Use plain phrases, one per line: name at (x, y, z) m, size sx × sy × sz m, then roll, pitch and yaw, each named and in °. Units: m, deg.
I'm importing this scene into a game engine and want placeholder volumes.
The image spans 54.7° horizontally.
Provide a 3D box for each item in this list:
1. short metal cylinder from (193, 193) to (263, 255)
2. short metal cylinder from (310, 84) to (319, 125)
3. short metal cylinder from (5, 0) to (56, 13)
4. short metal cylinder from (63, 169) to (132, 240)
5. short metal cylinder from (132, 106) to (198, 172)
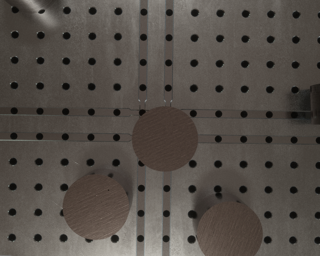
short metal cylinder at (0.085, 0.129, 0.402) m, size 0.081 × 0.050 × 0.079 m, roll 0°, pitch 90°, yaw -1°
short metal cylinder at (0.233, -0.031, 0.389) m, size 0.081 × 0.080 × 0.050 m, roll -2°, pitch 90°, yaw -1°
short metal cylinder at (-0.176, -0.196, 0.398) m, size 0.081 × 0.050 × 0.079 m, roll 0°, pitch 90°, yaw -1°
short metal cylinder at (-0.078, 0.096, 0.400) m, size 0.081 × 0.050 × 0.079 m, roll 0°, pitch 90°, yaw -1°
short metal cylinder at (0.006, 0.013, 0.401) m, size 0.081 × 0.050 × 0.079 m, roll 0°, pitch 90°, yaw -1°
